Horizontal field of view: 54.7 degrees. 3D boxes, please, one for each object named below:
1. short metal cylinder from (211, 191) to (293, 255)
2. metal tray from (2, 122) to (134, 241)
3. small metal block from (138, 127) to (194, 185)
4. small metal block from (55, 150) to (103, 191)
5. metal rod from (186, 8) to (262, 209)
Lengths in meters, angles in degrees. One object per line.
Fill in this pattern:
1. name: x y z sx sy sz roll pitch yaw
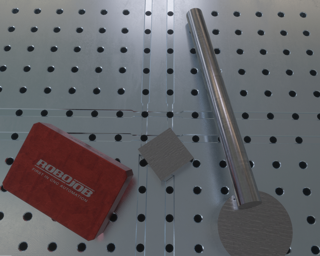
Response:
1. short metal cylinder: 0.102 0.115 0.357 0.081 0.050 0.080 0 70 0
2. metal tray: -0.110 0.061 0.372 0.130 0.030 0.090 28 90 9
3. small metal block: 0.007 0.036 0.398 0.050 0.025 0.050 -34 74 -12
4. small metal block: -0.098 0.057 0.390 0.050 0.025 0.050 18 71 6
5. metal rod: 0.074 -0.047 0.401 0.025 0.025 0.299 -8 60 -3
